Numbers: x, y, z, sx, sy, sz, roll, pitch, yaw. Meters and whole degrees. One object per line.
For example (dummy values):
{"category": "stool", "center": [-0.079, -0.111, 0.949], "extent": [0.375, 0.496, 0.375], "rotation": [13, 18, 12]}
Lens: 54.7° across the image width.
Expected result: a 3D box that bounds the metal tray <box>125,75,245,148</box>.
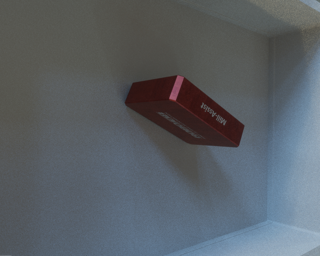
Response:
{"category": "metal tray", "center": [0.033, -0.016, 0.389], "extent": [0.130, 0.090, 0.030], "rotation": [31, 71, -37]}
